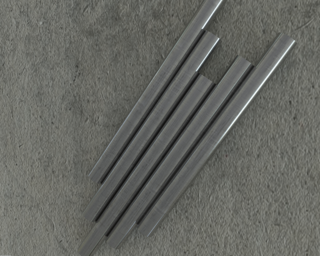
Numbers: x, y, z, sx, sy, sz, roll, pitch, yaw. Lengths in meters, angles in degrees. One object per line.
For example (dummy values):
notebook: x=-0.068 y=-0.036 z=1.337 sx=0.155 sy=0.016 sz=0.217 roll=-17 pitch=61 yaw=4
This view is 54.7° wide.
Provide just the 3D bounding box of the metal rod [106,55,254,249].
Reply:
metal rod: x=0.019 y=0.039 z=0.402 sx=0.025 sy=0.025 sz=0.299 roll=38 pitch=102 yaw=15

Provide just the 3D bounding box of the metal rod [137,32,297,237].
metal rod: x=0.064 y=0.017 z=0.387 sx=0.025 sy=0.025 sz=0.299 roll=38 pitch=102 yaw=15

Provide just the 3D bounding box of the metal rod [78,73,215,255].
metal rod: x=-0.023 y=0.059 z=0.418 sx=0.025 sy=0.025 sz=0.299 roll=38 pitch=102 yaw=15

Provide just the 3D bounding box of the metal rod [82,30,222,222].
metal rod: x=-0.016 y=0.006 z=0.415 sx=0.025 sy=0.025 sz=0.299 roll=38 pitch=102 yaw=15

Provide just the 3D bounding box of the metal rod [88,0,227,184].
metal rod: x=-0.008 y=-0.049 z=0.412 sx=0.025 sy=0.025 sz=0.299 roll=38 pitch=102 yaw=15
